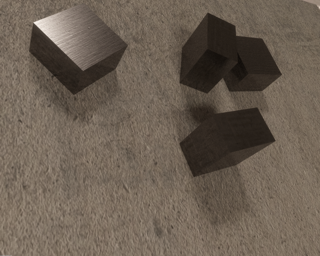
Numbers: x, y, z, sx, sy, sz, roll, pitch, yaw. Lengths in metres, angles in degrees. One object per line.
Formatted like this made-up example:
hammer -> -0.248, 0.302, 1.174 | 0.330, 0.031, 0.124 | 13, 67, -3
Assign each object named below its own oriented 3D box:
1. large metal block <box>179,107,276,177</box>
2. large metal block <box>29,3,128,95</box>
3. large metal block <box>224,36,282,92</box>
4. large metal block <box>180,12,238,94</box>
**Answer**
large metal block -> 0.086, 0.019, 0.405 | 0.081, 0.080, 0.050 | -9, 67, -33
large metal block -> -0.103, -0.102, 0.395 | 0.080, 0.050, 0.080 | 44, 51, 2
large metal block -> 0.151, -0.111, 0.539 | 0.081, 0.050, 0.080 | -5, 64, -31
large metal block -> 0.074, -0.114, 0.480 | 0.050, 0.080, 0.080 | 19, 54, -18
